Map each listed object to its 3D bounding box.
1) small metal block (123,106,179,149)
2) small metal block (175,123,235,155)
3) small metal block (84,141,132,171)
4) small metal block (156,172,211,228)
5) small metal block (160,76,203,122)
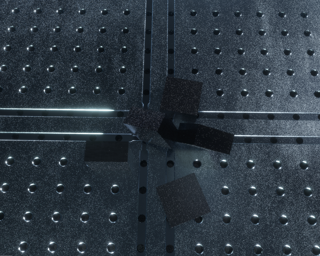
[{"bbox_3d":[-0.010,0.000,0.390,0.050,0.050,0.025,14,69,30],"label":"small metal block"},{"bbox_3d":[0.054,0.013,0.383,0.050,0.050,0.025,16,86,-22],"label":"small metal block"},{"bbox_3d":[-0.062,0.036,0.385,0.050,0.050,0.025,1,70,0],"label":"small metal block"},{"bbox_3d":[0.028,0.089,0.380,0.050,0.025,0.050,-20,71,-7],"label":"small metal block"},{"bbox_3d":[0.029,-0.039,0.426,0.050,0.025,0.050,11,70,4],"label":"small metal block"}]
